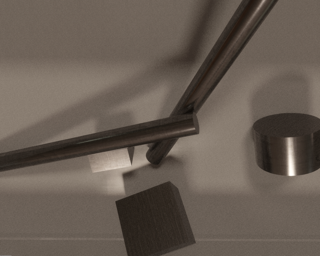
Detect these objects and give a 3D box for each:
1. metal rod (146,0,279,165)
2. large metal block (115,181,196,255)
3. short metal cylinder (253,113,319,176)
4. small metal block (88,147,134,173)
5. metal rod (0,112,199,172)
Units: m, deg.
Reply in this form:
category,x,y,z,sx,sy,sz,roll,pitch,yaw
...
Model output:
category,x,y,z,sx,sy,sz,roll,pitch,yaw
metal rod,0.048,-0.050,0.324,0.025,0.025,0.298,23,135,-9
large metal block,-0.006,0.129,0.423,0.080,0.080,0.050,-22,153,7
short metal cylinder,0.161,0.018,0.391,0.080,0.080,0.050,-10,110,3
small metal block,-0.063,0.032,0.409,0.050,0.050,0.025,-10,110,3
metal rod,-0.101,0.023,0.382,0.301,0.025,0.025,-12,111,18
